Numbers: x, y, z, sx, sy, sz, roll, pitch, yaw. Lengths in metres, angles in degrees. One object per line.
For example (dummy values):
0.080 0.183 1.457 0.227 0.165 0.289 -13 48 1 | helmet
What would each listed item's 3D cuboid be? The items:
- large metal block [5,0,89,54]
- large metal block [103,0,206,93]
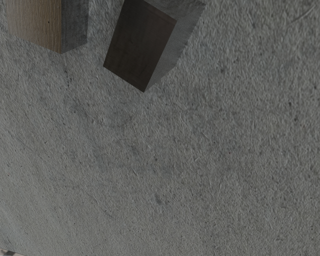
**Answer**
-0.135 -0.146 0.372 0.080 0.050 0.079 23 127 14 | large metal block
-0.005 -0.095 0.315 0.050 0.080 0.079 34 129 6 | large metal block
